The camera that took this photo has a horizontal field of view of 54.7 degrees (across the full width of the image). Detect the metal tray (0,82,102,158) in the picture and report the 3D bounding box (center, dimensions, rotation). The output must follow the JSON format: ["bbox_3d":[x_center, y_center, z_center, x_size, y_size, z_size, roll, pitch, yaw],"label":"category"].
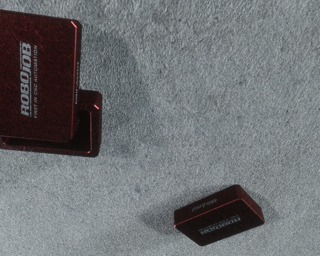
[{"bbox_3d":[-0.142,-0.009,0.394,0.131,0.030,0.089,6,130,-5],"label":"metal tray"}]

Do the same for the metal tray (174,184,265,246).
[{"bbox_3d":[0.101,0.155,0.537,0.130,0.030,0.090,-30,124,23],"label":"metal tray"}]

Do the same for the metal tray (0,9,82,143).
[{"bbox_3d":[-0.135,-0.053,0.330,0.091,0.030,0.129,6,110,-6],"label":"metal tray"}]
